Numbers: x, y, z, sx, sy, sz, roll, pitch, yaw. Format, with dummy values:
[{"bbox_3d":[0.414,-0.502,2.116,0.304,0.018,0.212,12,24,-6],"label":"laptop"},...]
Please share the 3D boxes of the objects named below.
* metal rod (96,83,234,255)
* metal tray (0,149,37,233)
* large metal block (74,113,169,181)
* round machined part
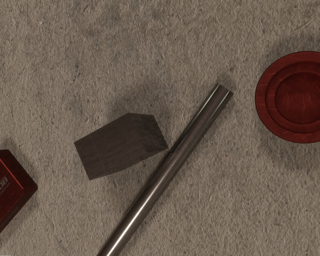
[{"bbox_3d":[-0.002,0.072,0.408,0.025,0.025,0.299,37,101,16],"label":"metal rod"},{"bbox_3d":[-0.268,0.109,0.498,0.090,0.030,0.130,46,104,14],"label":"metal tray"},{"bbox_3d":[-0.046,0.022,0.395,0.080,0.080,0.050,-27,81,17],"label":"large metal block"},{"bbox_3d":[0.158,-0.033,0.344,0.098,0.042,0.097,0,90,19],"label":"round machined part"}]
